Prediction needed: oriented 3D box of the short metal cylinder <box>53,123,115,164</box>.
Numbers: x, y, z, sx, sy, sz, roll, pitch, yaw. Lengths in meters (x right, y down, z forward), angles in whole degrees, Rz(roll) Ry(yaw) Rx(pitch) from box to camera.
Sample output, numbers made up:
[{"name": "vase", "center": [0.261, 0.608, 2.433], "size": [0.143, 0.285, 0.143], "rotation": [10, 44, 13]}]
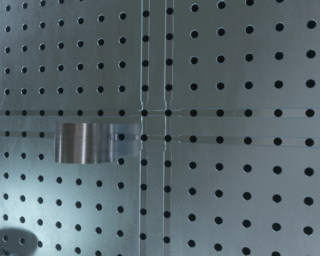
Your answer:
[{"name": "short metal cylinder", "center": [-0.101, 0.019, 0.418], "size": [0.080, 0.080, 0.050], "rotation": [1, 90, 19]}]

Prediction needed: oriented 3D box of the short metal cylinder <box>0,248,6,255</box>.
[{"name": "short metal cylinder", "center": [-0.292, 0.222, 0.484], "size": [0.080, 0.080, 0.050], "rotation": [28, 99, 17]}]
